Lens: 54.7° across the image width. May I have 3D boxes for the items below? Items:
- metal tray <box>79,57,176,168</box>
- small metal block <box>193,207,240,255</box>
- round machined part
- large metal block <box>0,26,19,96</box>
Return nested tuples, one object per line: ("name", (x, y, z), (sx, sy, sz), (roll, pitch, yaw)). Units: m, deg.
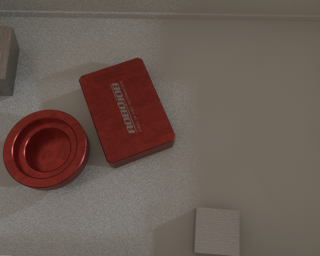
("metal tray", (-0.045, -0.022, 0.415), (0.091, 0.030, 0.130), (-20, 71, -8))
("small metal block", (0.066, 0.122, 0.366), (0.050, 0.025, 0.050), (5, 70, 1))
("round machined part", (-0.137, 0.030, 0.388), (0.099, 0.042, 0.098), (0, 70, -1))
("large metal block", (-0.242, -0.093, 0.418), (0.081, 0.050, 0.080), (3, 70, -13))
